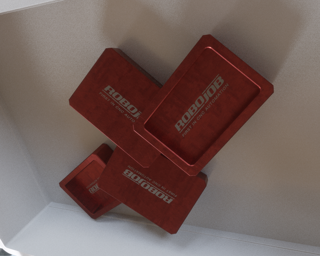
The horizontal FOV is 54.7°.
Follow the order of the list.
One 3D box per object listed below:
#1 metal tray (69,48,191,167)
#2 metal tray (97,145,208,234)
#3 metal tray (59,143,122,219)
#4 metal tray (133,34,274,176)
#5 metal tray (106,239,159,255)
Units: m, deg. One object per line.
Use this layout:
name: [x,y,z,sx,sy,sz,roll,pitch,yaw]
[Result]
metal tray: [-0.036,-0.025,0.386,0.130,0.030,0.090,40,106,0]
metal tray: [-0.011,0.074,0.432,0.130,0.030,0.090,31,102,7]
metal tray: [-0.101,0.092,0.513,0.090,0.030,0.129,47,129,-6]
metal tray: [0.044,-0.023,0.337,0.090,0.030,0.129,39,108,0]
metal tray: [-0.036,0.272,0.592,0.090,0.030,0.129,-13,112,33]
